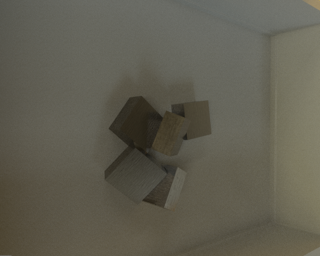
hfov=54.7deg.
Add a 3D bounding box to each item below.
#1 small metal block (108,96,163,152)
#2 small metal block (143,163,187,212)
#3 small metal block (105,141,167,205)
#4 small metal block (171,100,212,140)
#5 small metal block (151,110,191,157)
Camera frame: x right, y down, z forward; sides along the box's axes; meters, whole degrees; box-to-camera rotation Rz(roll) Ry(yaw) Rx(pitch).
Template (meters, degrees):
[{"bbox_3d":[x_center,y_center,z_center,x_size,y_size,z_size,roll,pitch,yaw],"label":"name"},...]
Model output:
[{"bbox_3d":[-0.027,-0.004,0.384,0.050,0.025,0.050,45,63,-31],"label":"small metal block"},{"bbox_3d":[-0.001,0.071,0.387,0.025,0.050,0.050,40,65,-50],"label":"small metal block"},{"bbox_3d":[-0.029,0.052,0.362,0.050,0.025,0.050,42,94,-18],"label":"small metal block"},{"bbox_3d":[0.046,-0.012,0.445,0.050,0.025,0.050,-11,97,-39],"label":"small metal block"},{"bbox_3d":[0.015,0.008,0.396,0.050,0.025,0.050,13,99,-76],"label":"small metal block"}]
